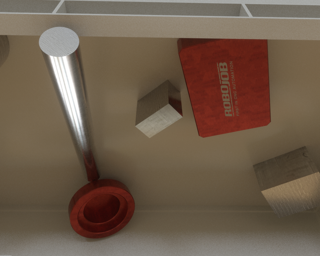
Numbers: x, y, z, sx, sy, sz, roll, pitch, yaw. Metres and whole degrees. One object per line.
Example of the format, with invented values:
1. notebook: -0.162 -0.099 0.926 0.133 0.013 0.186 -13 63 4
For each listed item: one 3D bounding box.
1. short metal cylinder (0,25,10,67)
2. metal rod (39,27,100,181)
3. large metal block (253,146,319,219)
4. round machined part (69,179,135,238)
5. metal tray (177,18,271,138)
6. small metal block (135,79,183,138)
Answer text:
1. short metal cylinder: -0.207 -0.082 0.319 0.081 0.050 0.079 0 130 0
2. metal rod: -0.084 0.007 0.335 0.025 0.025 0.299 6 154 -5
3. large metal block: 0.198 0.084 0.467 0.080 0.050 0.080 -25 126 19
4. round machined part: -0.092 0.120 0.483 0.099 0.042 0.097 -10 119 -20
5. metal tray: 0.078 -0.052 0.363 0.090 0.030 0.129 -12 130 9
6. small metal block: -0.002 -0.023 0.373 0.050 0.050 0.025 -33 123 24
